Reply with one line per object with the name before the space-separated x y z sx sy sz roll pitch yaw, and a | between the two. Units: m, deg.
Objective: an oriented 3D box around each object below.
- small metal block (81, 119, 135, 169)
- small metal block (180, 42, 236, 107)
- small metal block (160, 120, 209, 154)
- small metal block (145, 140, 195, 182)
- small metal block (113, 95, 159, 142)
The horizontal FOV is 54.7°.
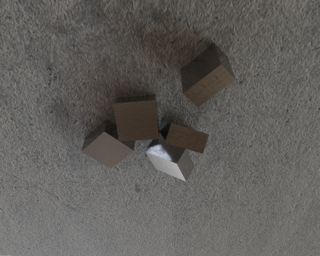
small metal block | -0.070 0.023 0.426 0.050 0.025 0.050 36 121 -27
small metal block | 0.051 -0.059 0.341 0.050 0.050 0.025 -36 121 26
small metal block | 0.027 0.010 0.396 0.050 0.050 0.025 17 92 -14
small metal block | 0.014 0.043 0.422 0.050 0.025 0.050 18 153 31
small metal block | -0.028 -0.012 0.386 0.050 0.025 0.050 -4 111 3
